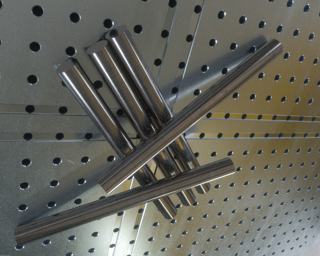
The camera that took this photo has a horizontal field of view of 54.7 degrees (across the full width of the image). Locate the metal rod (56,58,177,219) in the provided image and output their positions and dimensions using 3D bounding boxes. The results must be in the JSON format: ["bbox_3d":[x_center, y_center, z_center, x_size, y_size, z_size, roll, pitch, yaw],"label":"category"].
[{"bbox_3d":[-0.040,0.037,0.414,0.025,0.025,0.299,-34,129,-6],"label":"metal rod"}]

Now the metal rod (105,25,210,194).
[{"bbox_3d":[0.013,-0.001,0.419,0.025,0.025,0.299,-35,129,-5],"label":"metal rod"}]

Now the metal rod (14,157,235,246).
[{"bbox_3d":[-0.040,0.097,0.424,0.302,0.025,0.025,-17,126,-9],"label":"metal rod"}]

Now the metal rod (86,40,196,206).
[{"bbox_3d":[-0.009,0.017,0.418,0.025,0.025,0.299,-34,129,-6],"label":"metal rod"}]

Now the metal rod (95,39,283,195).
[{"bbox_3d":[0.046,-0.022,0.398,0.301,0.025,0.025,-38,130,-13],"label":"metal rod"}]
